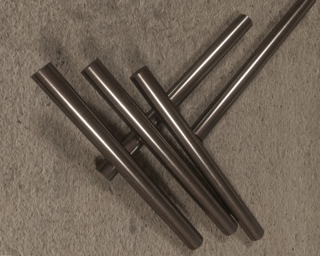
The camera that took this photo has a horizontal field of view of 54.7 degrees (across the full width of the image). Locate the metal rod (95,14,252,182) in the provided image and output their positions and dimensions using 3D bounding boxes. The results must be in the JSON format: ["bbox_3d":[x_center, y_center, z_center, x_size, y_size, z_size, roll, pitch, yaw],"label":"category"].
[{"bbox_3d":[0.027,-0.050,0.420,0.025,0.025,0.301,46,75,-15],"label":"metal rod"}]

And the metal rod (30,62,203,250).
[{"bbox_3d":[-0.036,0.049,0.371,0.025,0.025,0.300,-44,114,-15],"label":"metal rod"}]

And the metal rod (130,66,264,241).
[{"bbox_3d":[0.059,0.046,0.415,0.025,0.025,0.300,-43,110,-15],"label":"metal rod"}]

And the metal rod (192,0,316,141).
[{"bbox_3d":[0.144,-0.098,0.463,0.025,0.025,0.300,45,76,-15],"label":"metal rod"}]

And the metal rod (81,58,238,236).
[{"bbox_3d":[0.012,0.039,0.393,0.025,0.025,0.300,-46,113,-14],"label":"metal rod"}]
